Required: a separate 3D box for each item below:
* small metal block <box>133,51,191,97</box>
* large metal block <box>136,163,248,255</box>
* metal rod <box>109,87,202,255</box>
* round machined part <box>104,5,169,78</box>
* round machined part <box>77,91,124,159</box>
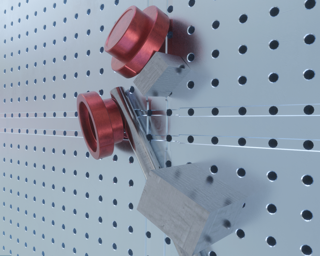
[{"bbox_3d":[0.003,-0.066,0.389,0.050,0.050,0.025,-48,67,29],"label":"small metal block"},{"bbox_3d":[0.036,0.084,0.344,0.080,0.081,0.050,30,109,36],"label":"large metal block"},{"bbox_3d":[-0.003,0.073,0.412,0.025,0.025,0.299,-39,66,33],"label":"metal rod"},{"bbox_3d":[-0.036,-0.117,0.400,0.098,0.042,0.098,-37,37,35],"label":"round machined part"},{"bbox_3d":[-0.085,-0.006,0.452,0.098,0.042,0.097,41,139,49],"label":"round machined part"}]
